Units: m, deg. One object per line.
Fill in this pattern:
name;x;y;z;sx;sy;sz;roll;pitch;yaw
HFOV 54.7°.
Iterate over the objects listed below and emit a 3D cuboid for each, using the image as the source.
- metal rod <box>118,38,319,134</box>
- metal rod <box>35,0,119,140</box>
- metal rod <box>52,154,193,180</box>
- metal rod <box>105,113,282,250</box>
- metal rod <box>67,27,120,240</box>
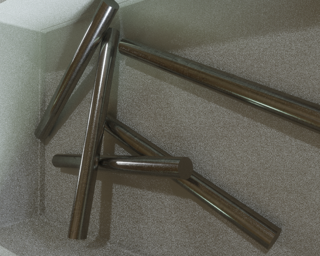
metal rod;0.057;-0.058;0.358;0.300;0.025;0.025;29;108;36
metal rod;-0.146;-0.078;0.502;0.298;0.025;0.025;-48;62;36
metal rod;-0.076;0.051;0.446;0.300;0.025;0.025;-4;88;46
metal rod;0.010;0.047;0.396;0.300;0.025;0.025;32;110;35
metal rod;-0.092;0.001;0.439;0.025;0.025;0.299;-1;77;39
